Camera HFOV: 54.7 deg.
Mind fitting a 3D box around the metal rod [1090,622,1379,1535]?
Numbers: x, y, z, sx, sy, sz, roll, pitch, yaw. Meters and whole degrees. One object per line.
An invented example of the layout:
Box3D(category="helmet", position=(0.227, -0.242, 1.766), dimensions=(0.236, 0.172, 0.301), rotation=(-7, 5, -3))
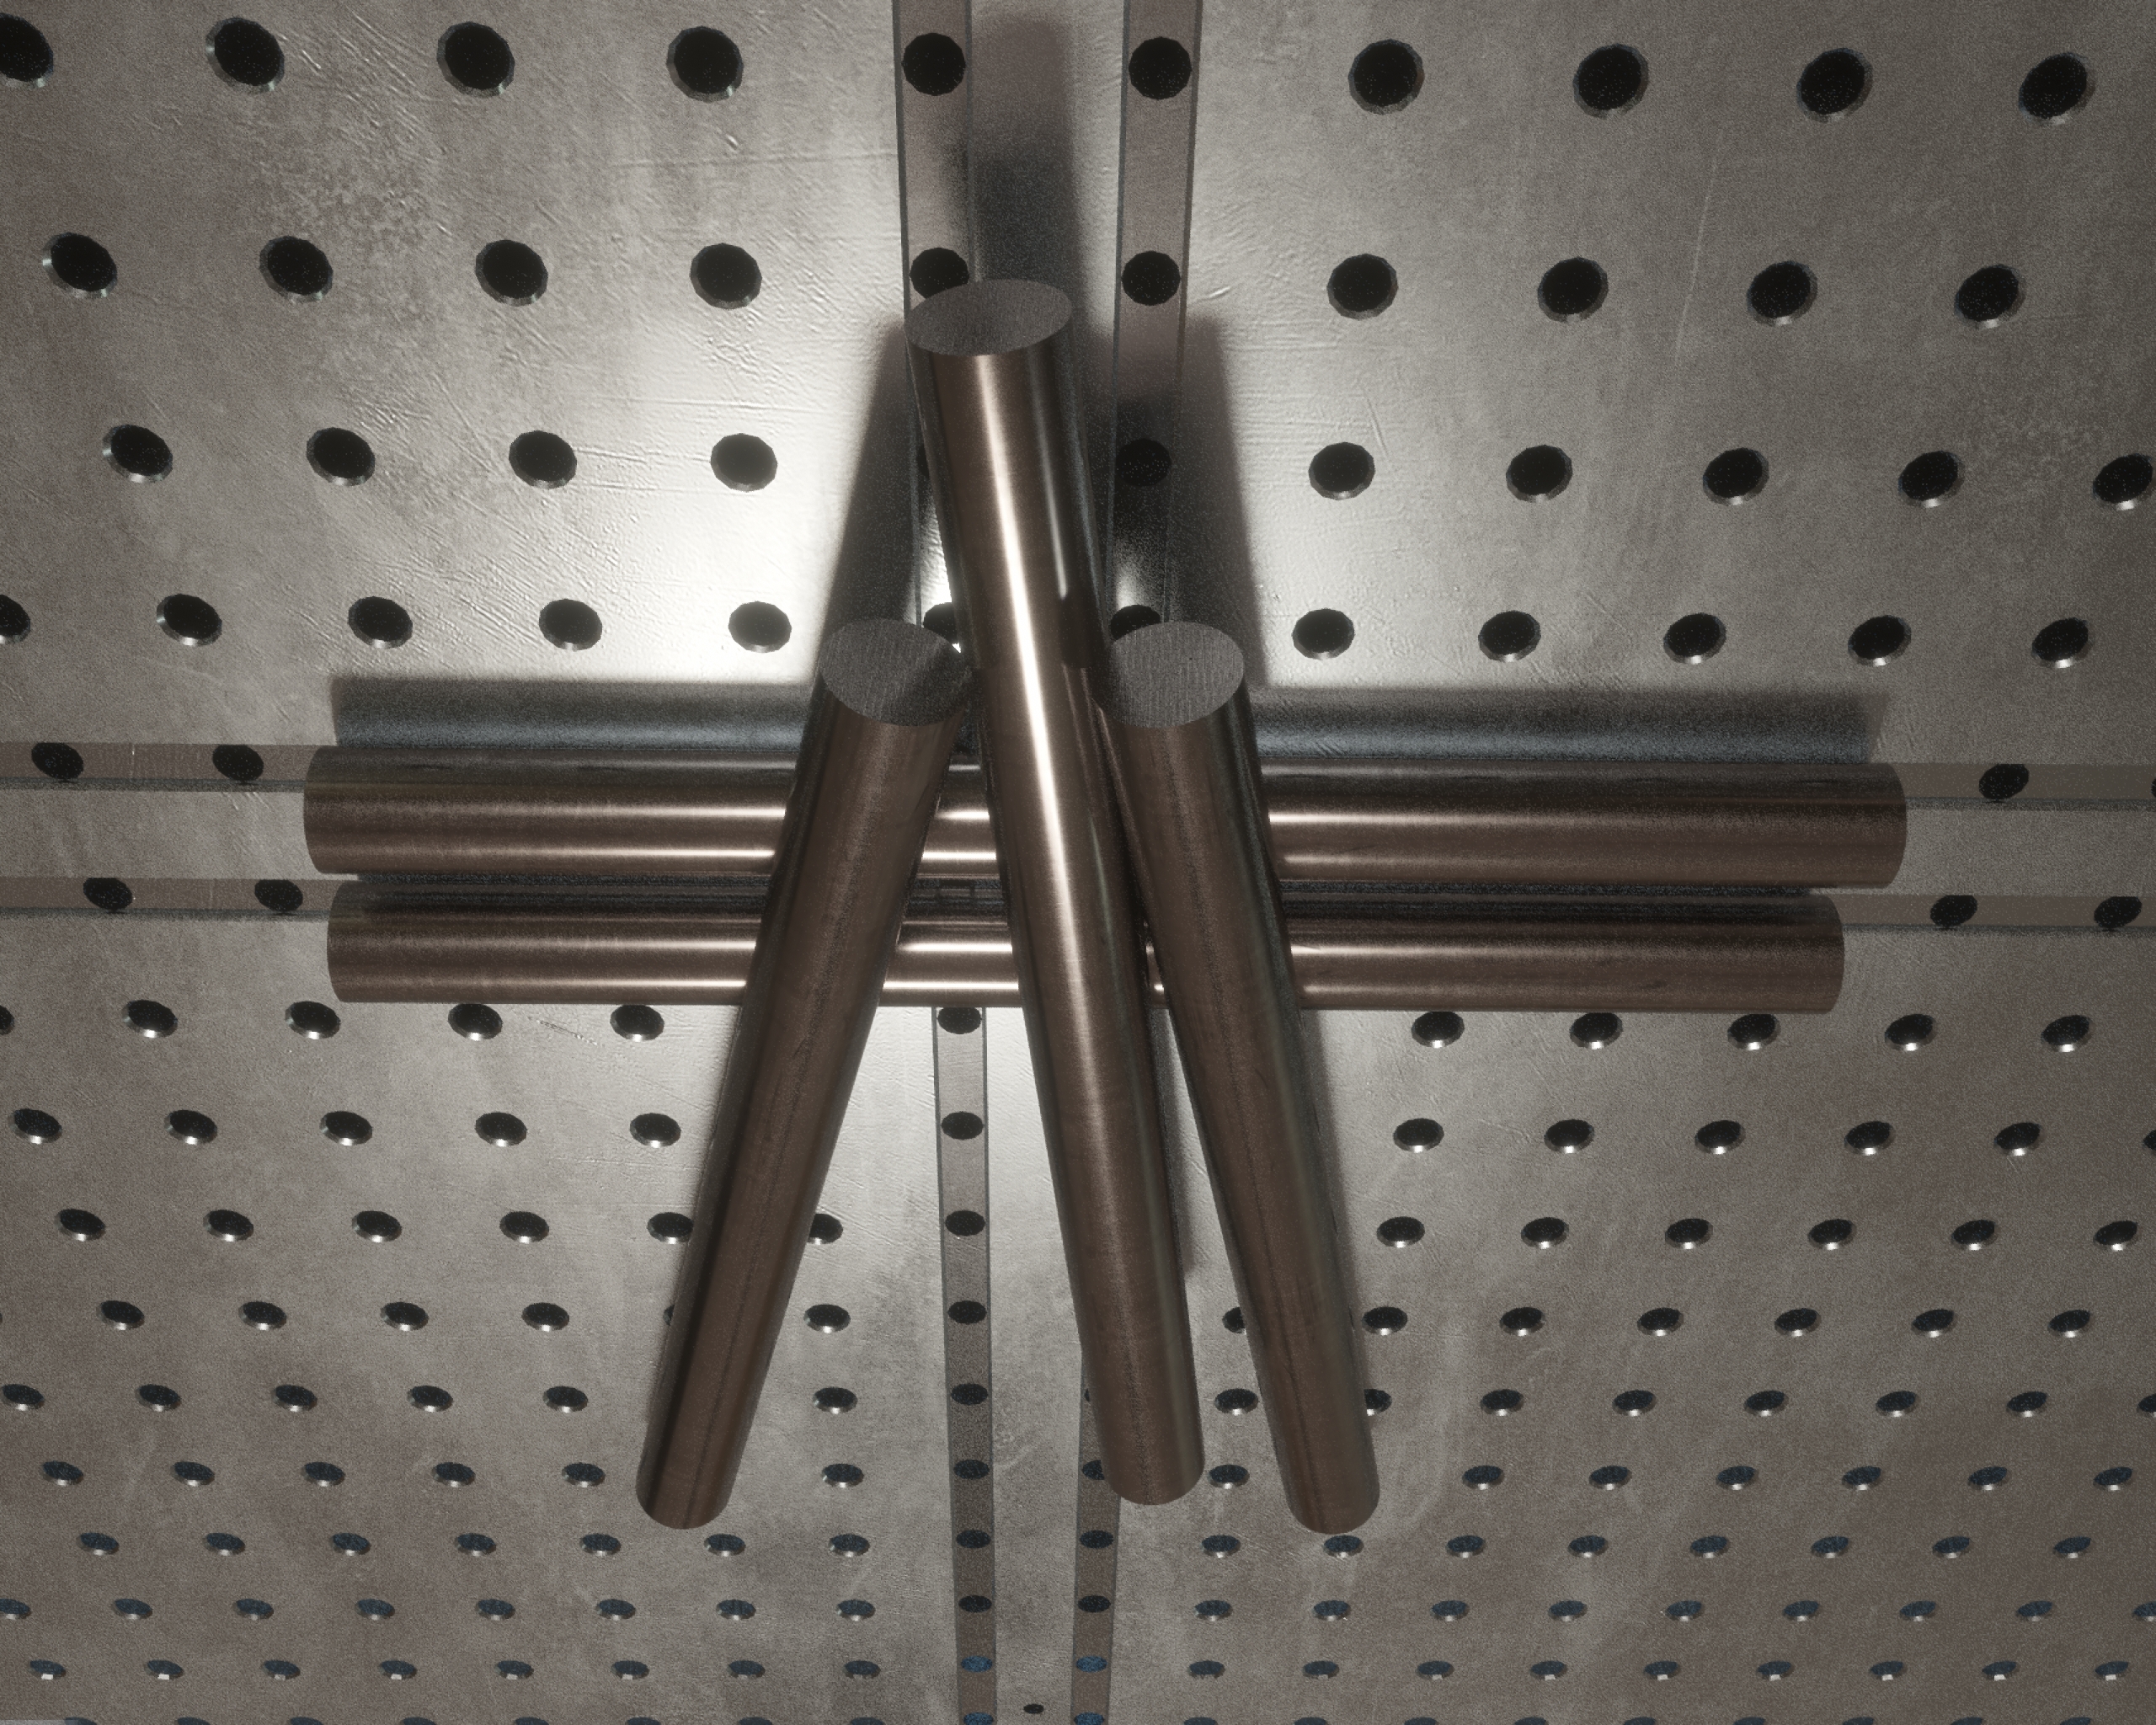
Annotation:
Box3D(category="metal rod", position=(0.041, 0.068, 0.446), dimensions=(0.025, 0.025, 0.299), rotation=(-8, 137, 6))

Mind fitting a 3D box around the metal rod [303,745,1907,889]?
Box3D(category="metal rod", position=(0.006, -0.009, 0.405), dimensions=(0.302, 0.025, 0.025), rotation=(1, 130, -1))

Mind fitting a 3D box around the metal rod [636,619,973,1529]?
Box3D(category="metal rod", position=(-0.066, 0.067, 0.443), dimensions=(0.025, 0.025, 0.298), rotation=(11, 136, -10))

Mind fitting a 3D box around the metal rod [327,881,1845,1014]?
Box3D(category="metal rod", position=(0.003, 0.018, 0.427), dimensions=(0.302, 0.025, 0.025), rotation=(1, 130, -1))

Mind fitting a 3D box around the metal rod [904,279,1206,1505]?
Box3D(category="metal rod", position=(0.002, 0.031, 0.406), dimensions=(0.025, 0.025, 0.298), rotation=(-5, 130, 4))
